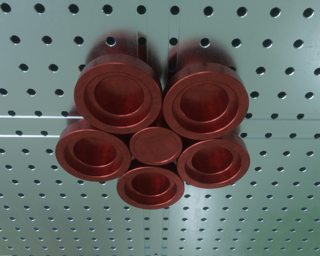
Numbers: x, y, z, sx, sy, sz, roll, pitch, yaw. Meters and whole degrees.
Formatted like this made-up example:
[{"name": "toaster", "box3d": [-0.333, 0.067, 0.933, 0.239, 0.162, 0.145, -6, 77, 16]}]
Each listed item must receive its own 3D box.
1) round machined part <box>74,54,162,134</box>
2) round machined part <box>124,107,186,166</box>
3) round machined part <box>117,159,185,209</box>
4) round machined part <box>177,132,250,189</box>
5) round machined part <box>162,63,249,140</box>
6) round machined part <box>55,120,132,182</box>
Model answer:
[{"name": "round machined part", "box3d": [-0.047, -0.043, 0.363, 0.099, 0.042, 0.097, 0, 130, 0]}, {"name": "round machined part", "box3d": [-0.005, 0.012, 0.410, 0.099, 0.042, 0.097, 0, 130, 0]}, {"name": "round machined part", "box3d": [-0.014, 0.076, 0.464, 0.099, 0.042, 0.097, 0, 130, 0]}, {"name": "round machined part", "box3d": [0.072, 0.038, 0.433, 0.099, 0.042, 0.097, 0, 130, 0]}, {"name": "round machined part", "box3d": [0.052, -0.035, 0.370, 0.099, 0.042, 0.097, 0, 130, 0]}, {"name": "round machined part", "box3d": [-0.087, 0.026, 0.421, 0.099, 0.042, 0.097, 0, 130, 0]}]
